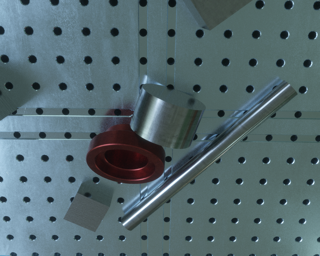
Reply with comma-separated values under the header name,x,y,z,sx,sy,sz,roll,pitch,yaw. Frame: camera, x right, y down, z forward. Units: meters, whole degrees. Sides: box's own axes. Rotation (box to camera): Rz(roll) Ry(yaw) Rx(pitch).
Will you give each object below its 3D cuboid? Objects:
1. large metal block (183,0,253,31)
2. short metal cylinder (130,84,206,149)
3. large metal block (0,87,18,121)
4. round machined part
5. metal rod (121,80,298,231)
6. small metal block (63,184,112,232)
name,x,y,z,sx,sy,sz,roll,pitch,yaw
large metal block,0.047,-0.154,0.328,0.050,0.080,0.080,-34,107,12
short metal cylinder,0.009,-0.016,0.378,0.080,0.080,0.050,18,109,-7
large metal block,-0.232,-0.032,0.370,0.050,0.080,0.080,-29,108,10
round machined part,-0.042,0.031,0.400,0.099,0.042,0.097,4,143,3
metal rod,0.059,0.046,0.430,0.299,0.025,0.025,-42,105,14
small metal block,-0.106,0.118,0.456,0.050,0.025,0.050,27,108,-10
